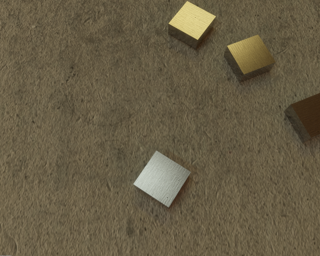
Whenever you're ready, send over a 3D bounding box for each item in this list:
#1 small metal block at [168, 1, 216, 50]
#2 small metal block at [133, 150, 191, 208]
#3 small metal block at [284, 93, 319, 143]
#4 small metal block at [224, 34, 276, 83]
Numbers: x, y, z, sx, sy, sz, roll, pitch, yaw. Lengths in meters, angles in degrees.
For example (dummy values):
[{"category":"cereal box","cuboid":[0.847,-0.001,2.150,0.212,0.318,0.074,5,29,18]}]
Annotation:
[{"category":"small metal block","cuboid":[0.047,-0.154,0.465,0.050,0.025,0.050,33,73,11]},{"category":"small metal block","cuboid":[0.003,0.064,0.384,0.050,0.025,0.050,31,73,10]},{"category":"small metal block","cuboid":[0.205,-0.014,0.415,0.050,0.025,0.050,-21,72,-8]},{"category":"small metal block","cuboid":[0.128,-0.100,0.445,0.050,0.025,0.050,-22,72,-8]}]
